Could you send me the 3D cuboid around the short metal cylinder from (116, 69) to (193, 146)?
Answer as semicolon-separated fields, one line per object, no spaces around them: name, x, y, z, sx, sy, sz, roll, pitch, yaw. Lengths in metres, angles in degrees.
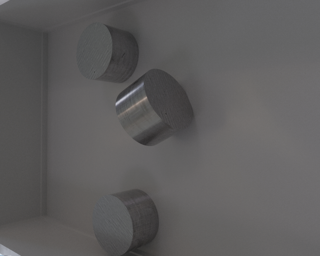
short metal cylinder;-0.006;-0.024;0.376;0.050;0.081;0.080;-31;71;36

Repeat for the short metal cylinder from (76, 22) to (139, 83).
short metal cylinder;-0.078;-0.108;0.455;0.080;0.050;0.080;0;90;40

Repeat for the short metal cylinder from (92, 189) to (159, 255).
short metal cylinder;-0.048;0.129;0.431;0.080;0.050;0.080;0;90;40
